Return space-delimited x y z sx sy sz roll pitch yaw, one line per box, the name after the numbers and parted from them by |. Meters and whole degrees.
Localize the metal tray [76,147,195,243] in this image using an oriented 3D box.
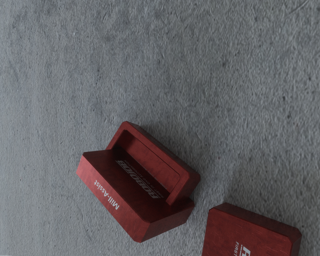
-0.032 0.075 0.388 0.130 0.091 0.030 38 115 33 | metal tray

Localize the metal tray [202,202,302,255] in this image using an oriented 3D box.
0.089 0.156 0.329 0.090 0.030 0.129 13 98 39 | metal tray

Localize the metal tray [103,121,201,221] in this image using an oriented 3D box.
-0.023 0.061 0.405 0.130 0.030 0.090 38 99 34 | metal tray
